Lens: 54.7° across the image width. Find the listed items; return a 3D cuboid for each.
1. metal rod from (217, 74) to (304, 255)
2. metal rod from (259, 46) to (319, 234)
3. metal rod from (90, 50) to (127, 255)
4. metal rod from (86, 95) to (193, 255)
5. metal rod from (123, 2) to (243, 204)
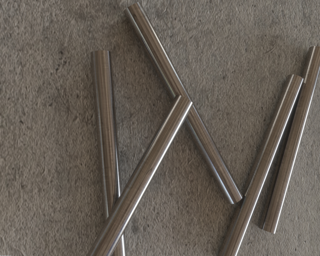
[{"bbox_3d":[0.153,0.057,0.465,0.025,0.025,0.299,27,81,-18],"label":"metal rod"},{"bbox_3d":[0.208,0.014,0.485,0.025,0.025,0.299,21,83,-19],"label":"metal rod"},{"bbox_3d":[-0.062,0.056,0.386,0.025,0.025,0.298,-5,92,-20],"label":"metal rod"},{"bbox_3d":[-0.040,0.093,0.366,0.025,0.025,0.300,33,78,-17],"label":"metal rod"},{"bbox_3d":[0.036,-0.026,0.422,0.025,0.025,0.299,-32,101,-17],"label":"metal rod"}]
